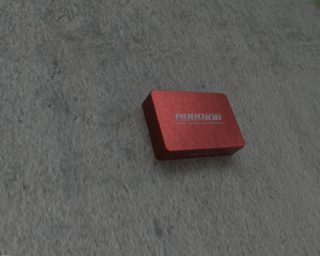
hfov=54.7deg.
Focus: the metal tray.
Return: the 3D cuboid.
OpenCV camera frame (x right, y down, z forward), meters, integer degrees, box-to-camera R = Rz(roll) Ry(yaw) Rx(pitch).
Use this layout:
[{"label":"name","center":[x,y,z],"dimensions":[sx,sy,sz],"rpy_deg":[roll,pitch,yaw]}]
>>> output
[{"label":"metal tray","center":[0.048,-0.005,0.431],"dimensions":[0.131,0.030,0.090],"rpy_deg":[-1,62,-29]}]
